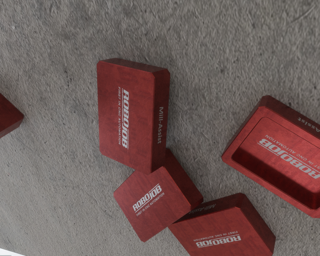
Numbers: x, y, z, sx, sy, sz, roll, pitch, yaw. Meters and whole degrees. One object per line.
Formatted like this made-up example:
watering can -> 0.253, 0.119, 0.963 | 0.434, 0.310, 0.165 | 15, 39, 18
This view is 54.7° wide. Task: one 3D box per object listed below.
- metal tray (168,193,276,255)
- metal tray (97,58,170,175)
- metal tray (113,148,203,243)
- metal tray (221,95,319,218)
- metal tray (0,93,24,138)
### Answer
metal tray -> 0.087, 0.152, 0.452 | 0.130, 0.030, 0.090 | -28, 103, 37
metal tray -> -0.036, -0.016, 0.389 | 0.090, 0.030, 0.129 | 19, 118, 32
metal tray -> -0.008, 0.100, 0.451 | 0.090, 0.030, 0.129 | 55, 131, 15
metal tray -> 0.147, 0.034, 0.346 | 0.130, 0.030, 0.089 | 32, 129, 7
metal tray -> -0.298, -0.012, 0.489 | 0.090, 0.131, 0.030 | 44, 129, -2
